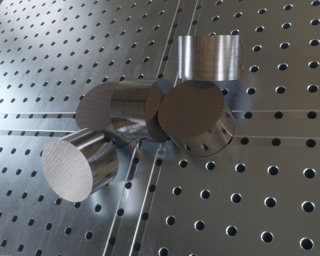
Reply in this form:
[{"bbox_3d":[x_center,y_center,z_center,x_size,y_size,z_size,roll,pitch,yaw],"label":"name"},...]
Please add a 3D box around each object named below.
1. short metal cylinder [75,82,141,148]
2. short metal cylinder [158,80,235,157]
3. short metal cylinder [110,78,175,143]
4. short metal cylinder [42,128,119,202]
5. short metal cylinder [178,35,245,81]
[{"bbox_3d":[-0.070,-0.018,0.437,0.080,0.050,0.080,-13,56,20],"label":"short metal cylinder"},{"bbox_3d":[0.045,-0.012,0.374,0.080,0.050,0.080,-13,56,20],"label":"short metal cylinder"},{"bbox_3d":[-0.018,-0.023,0.395,0.050,0.080,0.080,5,64,30],"label":"short metal cylinder"},{"bbox_3d":[-0.100,0.045,0.389,0.080,0.050,0.079,9,110,26],"label":"short metal cylinder"},{"bbox_3d":[0.063,-0.088,0.385,0.080,0.081,0.050,9,108,32],"label":"short metal cylinder"}]
